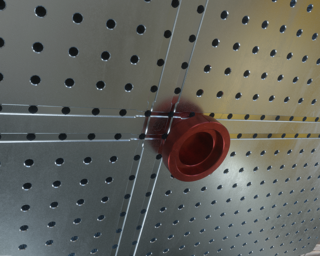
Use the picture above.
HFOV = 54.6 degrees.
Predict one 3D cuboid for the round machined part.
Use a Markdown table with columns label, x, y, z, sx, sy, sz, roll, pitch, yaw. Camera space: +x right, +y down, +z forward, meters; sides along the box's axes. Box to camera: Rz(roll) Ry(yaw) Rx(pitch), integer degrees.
| label | x | y | z | sx | sy | sz | roll | pitch | yaw |
| --- | --- | --- | --- | --- | --- | --- | --- | --- | --- |
| round machined part | 0.047 | 0.025 | 0.440 | 0.099 | 0.042 | 0.097 | -14 | 124 | -21 |
